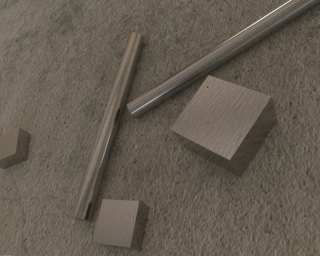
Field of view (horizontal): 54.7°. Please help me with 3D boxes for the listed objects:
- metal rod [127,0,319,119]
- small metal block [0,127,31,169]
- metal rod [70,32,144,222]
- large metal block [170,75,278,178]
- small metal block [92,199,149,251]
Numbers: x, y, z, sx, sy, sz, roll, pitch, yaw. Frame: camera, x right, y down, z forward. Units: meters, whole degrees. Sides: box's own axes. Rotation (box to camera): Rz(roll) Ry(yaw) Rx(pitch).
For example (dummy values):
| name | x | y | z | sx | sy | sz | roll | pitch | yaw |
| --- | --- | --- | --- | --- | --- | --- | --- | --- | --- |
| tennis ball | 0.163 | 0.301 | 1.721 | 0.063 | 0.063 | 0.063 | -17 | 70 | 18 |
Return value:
| name | x | y | z | sx | sy | sz | roll | pitch | yaw |
| --- | --- | --- | --- | --- | --- | --- | --- | --- | --- |
| metal rod | 0.087 | -0.102 | 0.419 | 0.300 | 0.025 | 0.025 | -32 | 52 | 7 |
| small metal block | -0.244 | 0.034 | 0.508 | 0.050 | 0.025 | 0.050 | -21 | 54 | 15 |
| metal rod | -0.069 | -0.018 | 0.449 | 0.025 | 0.025 | 0.300 | -1 | 61 | 27 |
| large metal block | 0.073 | -0.004 | 0.351 | 0.080 | 0.050 | 0.080 | 28 | 77 | 37 |
| small metal block | -0.045 | 0.111 | 0.358 | 0.050 | 0.025 | 0.050 | -4 | 60 | 26 |
